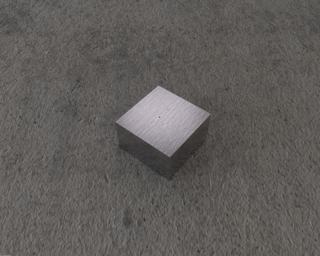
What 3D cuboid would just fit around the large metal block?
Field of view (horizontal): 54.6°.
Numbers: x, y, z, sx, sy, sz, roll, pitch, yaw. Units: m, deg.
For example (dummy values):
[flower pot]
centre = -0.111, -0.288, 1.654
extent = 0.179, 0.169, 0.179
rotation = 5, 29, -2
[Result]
[large metal block]
centre = 0.004, 0.004, 0.384
extent = 0.080, 0.050, 0.080
rotation = 32, 57, 24
